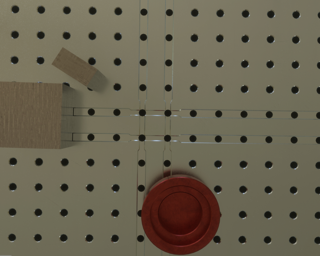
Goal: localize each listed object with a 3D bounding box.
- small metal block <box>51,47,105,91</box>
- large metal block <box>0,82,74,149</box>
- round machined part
[{"bbox_3d":[-0.103,-0.074,0.399,0.050,0.050,0.025,33,90,-1],"label":"small metal block"},{"bbox_3d":[-0.160,-0.016,0.399,0.081,0.050,0.079,2,90,-1],"label":"large metal block"},{"bbox_3d":[0.026,0.109,0.405,0.099,0.042,0.097,0,90,-1],"label":"round machined part"}]
